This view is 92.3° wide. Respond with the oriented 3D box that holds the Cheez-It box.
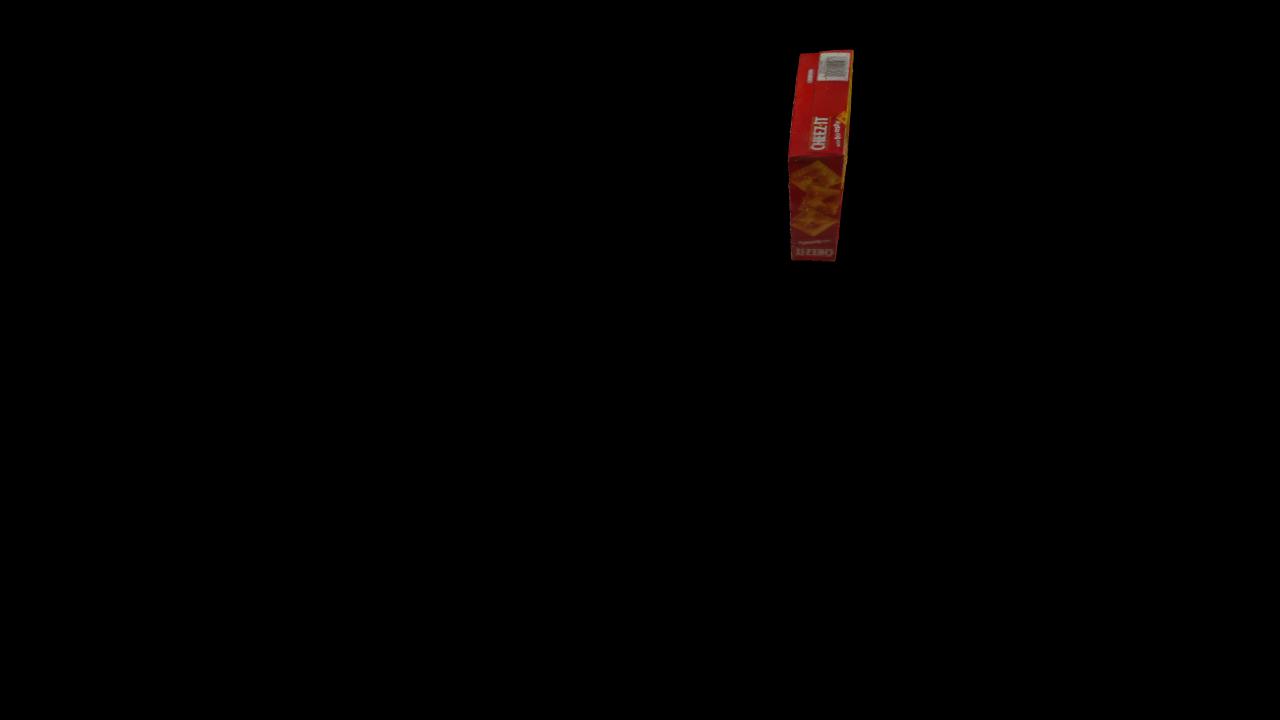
[{"bbox_3d":[0.236,-0.258,0.812,0.071,0.166,0.223,4,-22,16],"label":"Cheez-It box"}]
